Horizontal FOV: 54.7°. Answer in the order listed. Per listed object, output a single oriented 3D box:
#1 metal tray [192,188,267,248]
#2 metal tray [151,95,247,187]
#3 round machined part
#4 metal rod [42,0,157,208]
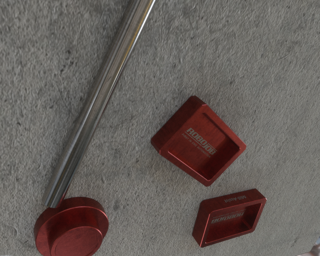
[{"bbox_3d":[0.130,0.167,0.581,0.131,0.030,0.089,-5,121,-26],"label":"metal tray"},{"bbox_3d":[0.060,0.024,0.453,0.090,0.030,0.130,-47,130,5],"label":"metal tray"},{"bbox_3d":[-0.117,0.146,0.423,0.099,0.042,0.097,-14,125,-21],"label":"round machined part"},{"bbox_3d":[-0.069,-0.034,0.348,0.025,0.025,0.298,16,110,-35],"label":"metal rod"}]
